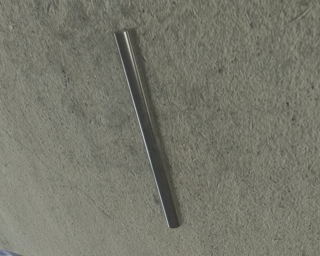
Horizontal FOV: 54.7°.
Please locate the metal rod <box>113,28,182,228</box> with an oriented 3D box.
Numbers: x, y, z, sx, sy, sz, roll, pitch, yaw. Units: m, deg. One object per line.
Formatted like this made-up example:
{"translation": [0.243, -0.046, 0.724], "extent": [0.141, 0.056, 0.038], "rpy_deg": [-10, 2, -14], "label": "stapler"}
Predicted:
{"translation": [-0.010, 0.018, 0.423], "extent": [0.025, 0.025, 0.298], "rpy_deg": [0, 119, 28], "label": "metal rod"}
